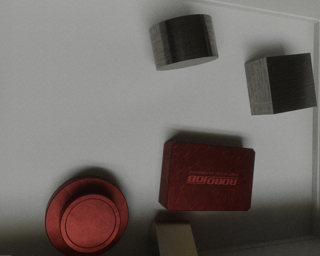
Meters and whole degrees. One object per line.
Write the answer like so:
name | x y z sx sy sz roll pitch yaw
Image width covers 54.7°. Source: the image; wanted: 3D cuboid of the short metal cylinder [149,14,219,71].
short metal cylinder | 0.030 -0.106 0.393 0.081 0.080 0.050 -12 95 -20

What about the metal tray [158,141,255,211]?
metal tray | 0.068 0.068 0.434 0.131 0.030 0.089 6 88 -20

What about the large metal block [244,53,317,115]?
large metal block | 0.181 -0.065 0.466 0.081 0.050 0.079 -10 94 -20

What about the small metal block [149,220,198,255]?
small metal block | 0.016 0.149 0.403 0.050 0.025 0.050 7 44 -20

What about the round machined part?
round machined part | -0.085 0.108 0.371 0.099 0.042 0.097 0 90 -21
